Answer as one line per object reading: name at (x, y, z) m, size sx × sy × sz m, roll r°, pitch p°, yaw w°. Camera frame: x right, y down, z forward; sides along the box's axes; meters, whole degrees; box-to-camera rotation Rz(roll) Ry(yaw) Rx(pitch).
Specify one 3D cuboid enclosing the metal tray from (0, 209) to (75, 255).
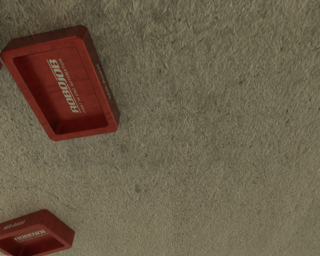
metal tray at (-0.238, 0.202, 0.573) m, size 0.130 × 0.030 × 0.090 m, roll -21°, pitch 128°, yaw 16°

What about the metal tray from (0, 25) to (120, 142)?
metal tray at (-0.109, -0.046, 0.363) m, size 0.090 × 0.030 × 0.129 m, roll -9°, pitch 130°, yaw 7°

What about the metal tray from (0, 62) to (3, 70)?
metal tray at (-0.221, -0.106, 0.291) m, size 0.090 × 0.030 × 0.129 m, roll 7°, pitch 133°, yaw 20°
